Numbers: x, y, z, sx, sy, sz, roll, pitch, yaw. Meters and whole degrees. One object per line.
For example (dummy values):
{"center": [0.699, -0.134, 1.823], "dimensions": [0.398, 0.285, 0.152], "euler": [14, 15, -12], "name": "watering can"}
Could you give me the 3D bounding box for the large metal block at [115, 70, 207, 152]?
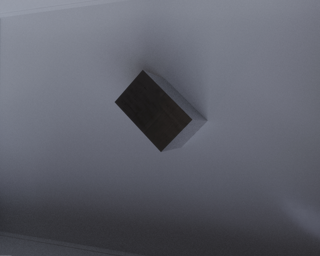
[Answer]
{"center": [0.005, -0.020, 0.380], "dimensions": [0.080, 0.080, 0.050], "euler": [47, 105, 14], "name": "large metal block"}
